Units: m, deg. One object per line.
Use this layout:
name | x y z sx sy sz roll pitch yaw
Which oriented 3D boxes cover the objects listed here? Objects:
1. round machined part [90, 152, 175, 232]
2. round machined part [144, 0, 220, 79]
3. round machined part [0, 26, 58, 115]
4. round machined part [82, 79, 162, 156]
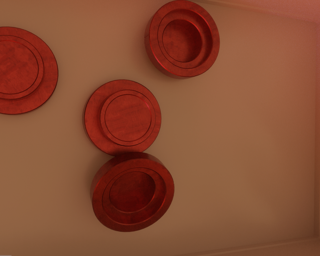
round machined part | -0.035 0.073 0.378 0.099 0.042 0.097 -7 112 -18
round machined part | 0.026 -0.113 0.411 0.099 0.042 0.097 0 90 -20
round machined part | -0.164 -0.063 0.341 0.099 0.042 0.097 0 90 -20
round machined part | -0.044 -0.012 0.385 0.099 0.042 0.097 0 90 -20
